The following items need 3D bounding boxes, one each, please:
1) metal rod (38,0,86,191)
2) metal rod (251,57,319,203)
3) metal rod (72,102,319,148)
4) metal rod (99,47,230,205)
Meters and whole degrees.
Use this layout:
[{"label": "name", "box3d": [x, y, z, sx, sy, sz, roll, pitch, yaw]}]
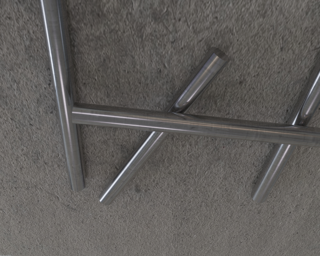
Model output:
[{"label": "metal rod", "box3d": [-0.115, -0.025, 0.384, 0.025, 0.025, 0.298, 3, 130, -3]}, {"label": "metal rod", "box3d": [0.178, -0.001, 0.407, 0.025, 0.025, 0.298, 5, 130, -5]}, {"label": "metal rod", "box3d": [0.051, -0.003, 0.370, 0.302, 0.025, 0.025, 6, 130, -5]}, {"label": "metal rod", "box3d": [-0.011, 0.017, 0.421, 0.025, 0.025, 0.298, 25, 126, -20]}]
